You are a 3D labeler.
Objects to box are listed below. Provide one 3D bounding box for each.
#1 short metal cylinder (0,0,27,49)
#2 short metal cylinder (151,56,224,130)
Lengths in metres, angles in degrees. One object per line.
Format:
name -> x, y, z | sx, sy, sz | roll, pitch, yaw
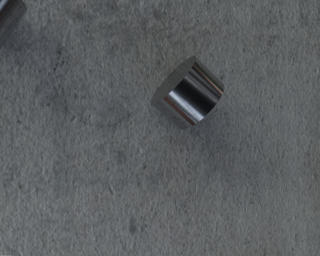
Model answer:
short metal cylinder -> -0.185, -0.124, 0.311 | 0.080, 0.080, 0.050 | 32, 80, -18
short metal cylinder -> 0.034, -0.044, 0.393 | 0.050, 0.080, 0.080 | 41, 77, -16
